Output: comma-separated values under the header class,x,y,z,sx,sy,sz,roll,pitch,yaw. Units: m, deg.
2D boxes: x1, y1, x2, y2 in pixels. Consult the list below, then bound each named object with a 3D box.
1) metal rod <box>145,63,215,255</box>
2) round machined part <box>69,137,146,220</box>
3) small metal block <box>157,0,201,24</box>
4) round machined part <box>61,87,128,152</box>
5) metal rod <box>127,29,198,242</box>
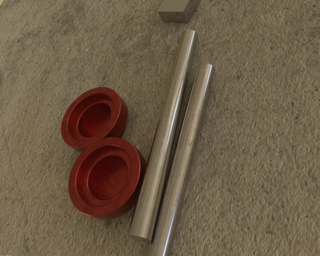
class,x,y,z,sx,sy,sz,roll,pitch,yaw
metal rod,0.023,0.051,0.360,0.025,0.025,0.300,3,63,29
round machined part,-0.059,0.064,0.383,0.098,0.042,0.098,-11,60,20
small metal block,0.032,-0.201,0.511,0.050,0.025,0.050,15,69,34
round machined part,-0.088,-0.007,0.444,0.098,0.042,0.098,-13,56,21
metal rod,0.012,-0.013,0.391,0.025,0.025,0.300,-2,56,27
